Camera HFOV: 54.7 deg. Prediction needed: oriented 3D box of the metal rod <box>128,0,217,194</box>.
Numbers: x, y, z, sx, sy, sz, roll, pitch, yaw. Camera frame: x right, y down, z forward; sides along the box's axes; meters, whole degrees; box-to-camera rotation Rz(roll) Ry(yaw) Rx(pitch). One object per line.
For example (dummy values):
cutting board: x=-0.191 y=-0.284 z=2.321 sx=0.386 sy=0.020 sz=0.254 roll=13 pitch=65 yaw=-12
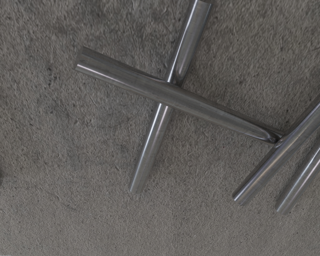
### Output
metal rod: x=0.003 y=-0.016 z=0.393 sx=0.025 sy=0.025 sz=0.298 roll=12 pitch=129 yaw=-10

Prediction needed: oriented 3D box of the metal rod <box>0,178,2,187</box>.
metal rod: x=-0.259 y=-0.025 z=0.383 sx=0.025 sy=0.025 sz=0.298 roll=0 pitch=130 yaw=0

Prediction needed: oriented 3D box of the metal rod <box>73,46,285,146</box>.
metal rod: x=0.050 y=-0.023 z=0.361 sx=0.302 sy=0.025 sz=0.025 roll=19 pitch=128 yaw=-26

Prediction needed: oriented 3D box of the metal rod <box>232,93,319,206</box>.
metal rod: x=0.183 y=-0.013 z=0.369 sx=0.025 sy=0.025 sz=0.298 roll=23 pitch=118 yaw=-18

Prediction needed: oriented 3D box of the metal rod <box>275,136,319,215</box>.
metal rod: x=0.230 y=0.024 z=0.429 sx=0.025 sy=0.025 sz=0.298 roll=7 pitch=130 yaw=-6
